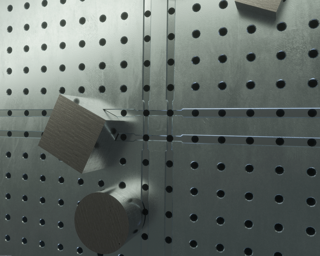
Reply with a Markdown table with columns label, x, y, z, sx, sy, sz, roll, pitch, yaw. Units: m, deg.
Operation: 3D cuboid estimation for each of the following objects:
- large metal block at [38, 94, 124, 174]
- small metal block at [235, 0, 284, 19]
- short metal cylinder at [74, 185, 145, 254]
| label | x | y | z | sx | sy | sz | roll | pitch | yaw |
| --- | --- | --- | --- | --- | --- | --- | --- | --- | --- |
| large metal block | -0.111 | 0.007 | 0.439 | 0.080 | 0.050 | 0.080 | 28 | 99 | 17 |
| small metal block | 0.124 | -0.164 | 0.369 | 0.050 | 0.025 | 0.050 | 24 | 98 | 18 |
| short metal cylinder | -0.068 | 0.123 | 0.423 | 0.080 | 0.050 | 0.080 | 0 | 90 | 20 |
